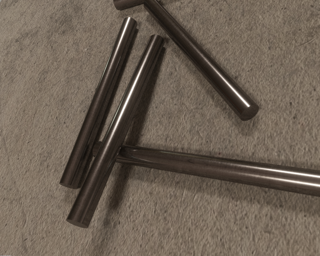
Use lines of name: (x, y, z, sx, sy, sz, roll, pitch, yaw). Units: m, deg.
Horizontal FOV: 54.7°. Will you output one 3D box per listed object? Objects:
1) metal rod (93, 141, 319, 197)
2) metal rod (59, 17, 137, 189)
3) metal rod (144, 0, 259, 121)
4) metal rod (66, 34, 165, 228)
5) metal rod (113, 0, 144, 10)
metal rod: (0.046, 0.043, 0.352, 0.300, 0.025, 0.025, 5, 64, 30)
metal rod: (-0.088, -0.053, 0.480, 0.025, 0.025, 0.300, 1, 62, 28)
metal rod: (0.044, -0.118, 0.452, 0.025, 0.025, 0.300, -35, 51, 5)
metal rod: (-0.047, -0.017, 0.412, 0.025, 0.025, 0.300, 0, 54, 28)
metal rod: (0.055, -0.253, 0.528, 0.301, 0.025, 0.025, -7, 59, 24)
